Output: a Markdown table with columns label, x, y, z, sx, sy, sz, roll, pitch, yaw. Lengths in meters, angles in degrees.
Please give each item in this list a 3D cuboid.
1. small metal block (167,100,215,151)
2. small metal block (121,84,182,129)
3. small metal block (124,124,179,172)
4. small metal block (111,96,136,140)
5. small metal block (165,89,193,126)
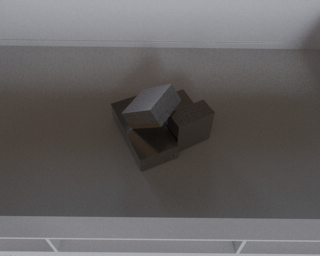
| label | x | y | z | sx | sy | sz | roll | pitch | yaw |
| --- | --- | --- | --- | --- | --- | --- | --- | --- | --- |
| small metal block | 0.037 | -0.002 | 0.389 | 0.050 | 0.050 | 0.025 | -22 | 54 | -19 |
| small metal block | -0.010 | -0.026 | 0.376 | 0.050 | 0.025 | 0.050 | -4 | 39 | 44 |
| small metal block | -0.011 | 0.020 | 0.386 | 0.050 | 0.025 | 0.050 | -20 | 53 | -16 |
| small metal block | -0.032 | -0.015 | 0.415 | 0.050 | 0.025 | 0.050 | -20 | 53 | -16 |
| small metal block | 0.020 | -0.021 | 0.421 | 0.050 | 0.025 | 0.050 | -20 | 53 | -16 |
